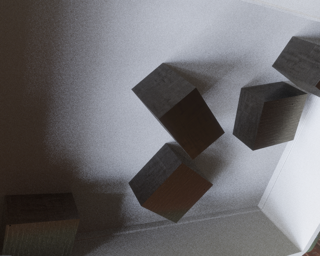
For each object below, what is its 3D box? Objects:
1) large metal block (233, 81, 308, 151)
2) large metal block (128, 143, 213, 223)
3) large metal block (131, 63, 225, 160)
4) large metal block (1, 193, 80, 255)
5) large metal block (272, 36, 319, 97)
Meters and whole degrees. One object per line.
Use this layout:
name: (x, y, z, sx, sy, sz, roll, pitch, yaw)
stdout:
large metal block: (0.164, -0.020, 0.470, 0.081, 0.050, 0.079, -11, 123, -22)
large metal block: (0.016, 0.082, 0.452, 0.080, 0.050, 0.080, -47, 129, 5)
large metal block: (0.021, -0.021, 0.371, 0.050, 0.080, 0.080, -41, 129, -1)
large metal block: (-0.154, 0.130, 0.389, 0.081, 0.050, 0.079, 5, 116, -31)
large metal block: (0.225, -0.081, 0.446, 0.080, 0.080, 0.050, 22, 107, -36)
